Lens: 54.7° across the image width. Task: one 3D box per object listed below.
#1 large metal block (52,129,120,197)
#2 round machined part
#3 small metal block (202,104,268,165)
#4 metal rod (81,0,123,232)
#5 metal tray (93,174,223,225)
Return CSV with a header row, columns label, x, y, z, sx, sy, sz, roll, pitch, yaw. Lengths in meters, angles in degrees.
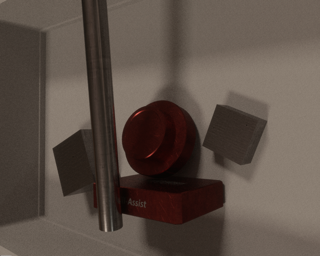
label,x,y,z,sx,sy,sz,roll,pitch,yaw
large metal block,-0.116,0.054,0.484,0.080,0.050,0.080,-29,72,36
round machined part,-0.009,0.011,0.384,0.098,0.042,0.098,-15,63,34
small metal block,0.081,0.006,0.339,0.050,0.025,0.050,28,107,36
metal rod,-0.061,-0.043,0.319,0.025,0.025,0.298,0,96,39
metal tray,-0.004,0.078,0.365,0.130,0.091,0.030,-2,89,39
